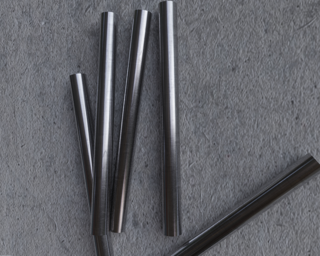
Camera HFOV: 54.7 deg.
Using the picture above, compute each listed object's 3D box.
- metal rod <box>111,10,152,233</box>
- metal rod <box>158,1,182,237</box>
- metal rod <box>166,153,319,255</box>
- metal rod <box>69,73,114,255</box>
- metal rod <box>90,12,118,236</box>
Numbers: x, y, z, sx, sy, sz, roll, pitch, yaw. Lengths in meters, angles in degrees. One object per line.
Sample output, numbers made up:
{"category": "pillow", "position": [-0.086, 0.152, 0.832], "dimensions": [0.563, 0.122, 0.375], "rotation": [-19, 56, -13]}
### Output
{"category": "metal rod", "position": [-0.042, -0.007, 0.423], "dimensions": [0.025, 0.025, 0.298], "rotation": [8, 93, 20]}
{"category": "metal rod", "position": [0.013, -0.012, 0.404], "dimensions": [0.025, 0.025, 0.298], "rotation": [-1, 90, 20]}
{"category": "metal rod", "position": [0.066, 0.132, 0.385], "dimensions": [0.299, 0.025, 0.025], "rotation": [-41, 77, 15]}
{"category": "metal rod", "position": [-0.095, 0.071, 0.442], "dimensions": [0.025, 0.025, 0.298], "rotation": [-11, 86, 19]}
{"category": "metal rod", "position": [-0.075, -0.009, 0.423], "dimensions": [0.025, 0.025, 0.298], "rotation": [0, 86, 20]}
